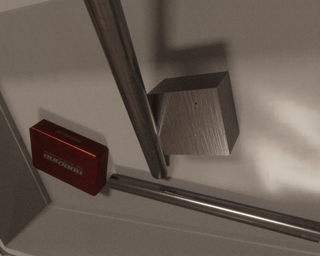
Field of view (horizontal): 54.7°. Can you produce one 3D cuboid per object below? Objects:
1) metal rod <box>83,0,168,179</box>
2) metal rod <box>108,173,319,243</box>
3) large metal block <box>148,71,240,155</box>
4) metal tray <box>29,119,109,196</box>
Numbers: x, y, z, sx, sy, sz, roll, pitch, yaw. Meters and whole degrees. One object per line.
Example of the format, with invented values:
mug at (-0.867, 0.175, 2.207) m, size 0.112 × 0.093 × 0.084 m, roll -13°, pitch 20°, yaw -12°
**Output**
metal rod at (-0.023, -0.020, 0.327) m, size 0.025 × 0.025 × 0.299 m, roll 15°, pitch 150°, yaw 19°
metal rod at (0.061, 0.108, 0.442) m, size 0.301 × 0.025 × 0.025 m, roll 9°, pitch 122°, yaw 22°
large metal block at (0.041, -0.016, 0.360) m, size 0.080 × 0.050 × 0.080 m, roll -2°, pitch 118°, yaw 29°
metal tray at (-0.151, 0.049, 0.513) m, size 0.130 × 0.030 × 0.089 m, roll 22°, pitch 127°, yaw 14°
